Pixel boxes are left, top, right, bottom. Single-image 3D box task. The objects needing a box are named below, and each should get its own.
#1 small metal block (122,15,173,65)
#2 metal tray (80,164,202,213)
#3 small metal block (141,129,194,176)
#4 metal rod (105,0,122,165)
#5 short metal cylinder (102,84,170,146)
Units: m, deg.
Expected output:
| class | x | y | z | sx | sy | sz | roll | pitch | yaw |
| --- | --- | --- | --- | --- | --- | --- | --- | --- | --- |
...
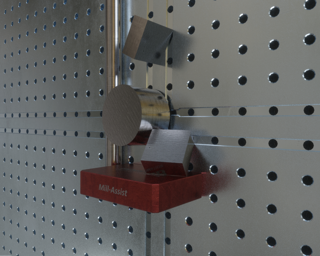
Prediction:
| class | x | y | z | sx | sy | sz | roll | pitch | yaw |
| --- | --- | --- | --- | --- | --- | --- | --- | --- | --- |
| small metal block | -0.016 | -0.114 | 0.406 | 0.025 | 0.050 | 0.050 | 34 | 111 | 35 |
| metal tray | -0.025 | 0.070 | 0.387 | 0.130 | 0.091 | 0.030 | 2 | 92 | 40 |
| small metal block | 0.010 | 0.029 | 0.374 | 0.050 | 0.025 | 0.050 | 2 | 47 | 20 |
| metal rod | -0.070 | -0.049 | 0.467 | 0.025 | 0.025 | 0.298 | 0 | 90 | 40 |
| short metal cylinder | -0.033 | -0.016 | 0.417 | 0.080 | 0.050 | 0.080 | -2 | 87 | 44 |
